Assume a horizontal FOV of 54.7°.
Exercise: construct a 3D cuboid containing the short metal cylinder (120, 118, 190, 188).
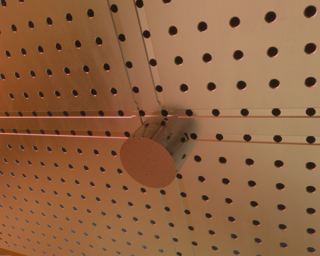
[{"bbox_3d":[-0.006,0.034,0.418,0.080,0.050,0.079,13,124,20],"label":"short metal cylinder"}]
